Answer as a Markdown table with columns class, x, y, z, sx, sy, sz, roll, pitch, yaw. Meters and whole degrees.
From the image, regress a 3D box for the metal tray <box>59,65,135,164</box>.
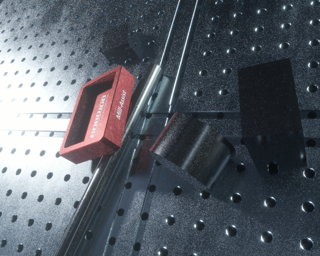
| class | x | y | z | sx | sy | sz | roll | pitch | yaw |
| --- | --- | --- | --- | --- | --- | --- | --- | --- | --- |
| metal tray | -0.087 | -0.020 | 0.440 | 0.090 | 0.030 | 0.130 | -19 | 48 | 34 |

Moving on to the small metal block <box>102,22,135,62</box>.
| class | x | y | z | sx | sy | sz | roll | pitch | yaw |
| --- | --- | --- | --- | --- | --- | --- | --- | --- | --- |
| small metal block | -0.071 | -0.148 | 0.534 | 0.050 | 0.025 | 0.050 | -15 | 56 | 19 |

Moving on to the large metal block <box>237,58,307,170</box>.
| class | x | y | z | sx | sy | sz | roll | pitch | yaw |
| --- | --- | --- | --- | --- | --- | --- | --- | --- | --- |
| large metal block | 0.116 | -0.011 | 0.318 | 0.050 | 0.080 | 0.080 | -9 | 58 | 23 |

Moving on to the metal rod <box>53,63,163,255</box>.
| class | x | y | z | sx | sy | sz | roll | pitch | yaw |
| --- | --- | --- | --- | --- | --- | --- | --- | --- | --- |
| metal rod | -0.065 | 0.040 | 0.415 | 0.025 | 0.025 | 0.300 | 11 | 67 | 32 |

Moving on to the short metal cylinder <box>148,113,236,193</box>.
| class | x | y | z | sx | sy | sz | roll | pitch | yaw |
| --- | --- | --- | --- | --- | --- | --- | --- | --- | --- |
| short metal cylinder | 0.034 | 0.027 | 0.337 | 0.080 | 0.080 | 0.050 | 26 | 76 | 36 |
